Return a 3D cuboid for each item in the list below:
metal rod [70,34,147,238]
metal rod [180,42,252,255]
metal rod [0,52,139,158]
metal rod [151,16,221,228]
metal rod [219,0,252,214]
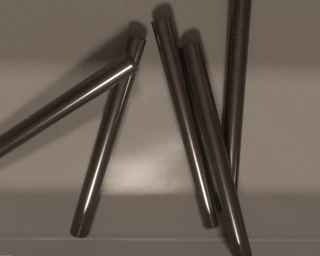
[{"bbox_3d":[-0.076,0.024,0.419,0.025,0.025,0.298,17,109,-7],"label":"metal rod"},{"bbox_3d":[0.077,0.039,0.406,0.025,0.025,0.298,-15,102,5],"label":"metal rod"},{"bbox_3d":[-0.158,-0.005,0.393,0.300,0.025,0.025,-29,108,15],"label":"metal rod"},{"bbox_3d":[0.040,0.007,0.414,0.025,0.025,0.298,-14,110,5],"label":"metal rod"},{"bbox_3d":[0.096,-0.018,0.405,0.025,0.025,0.298,-1,110,0],"label":"metal rod"}]
